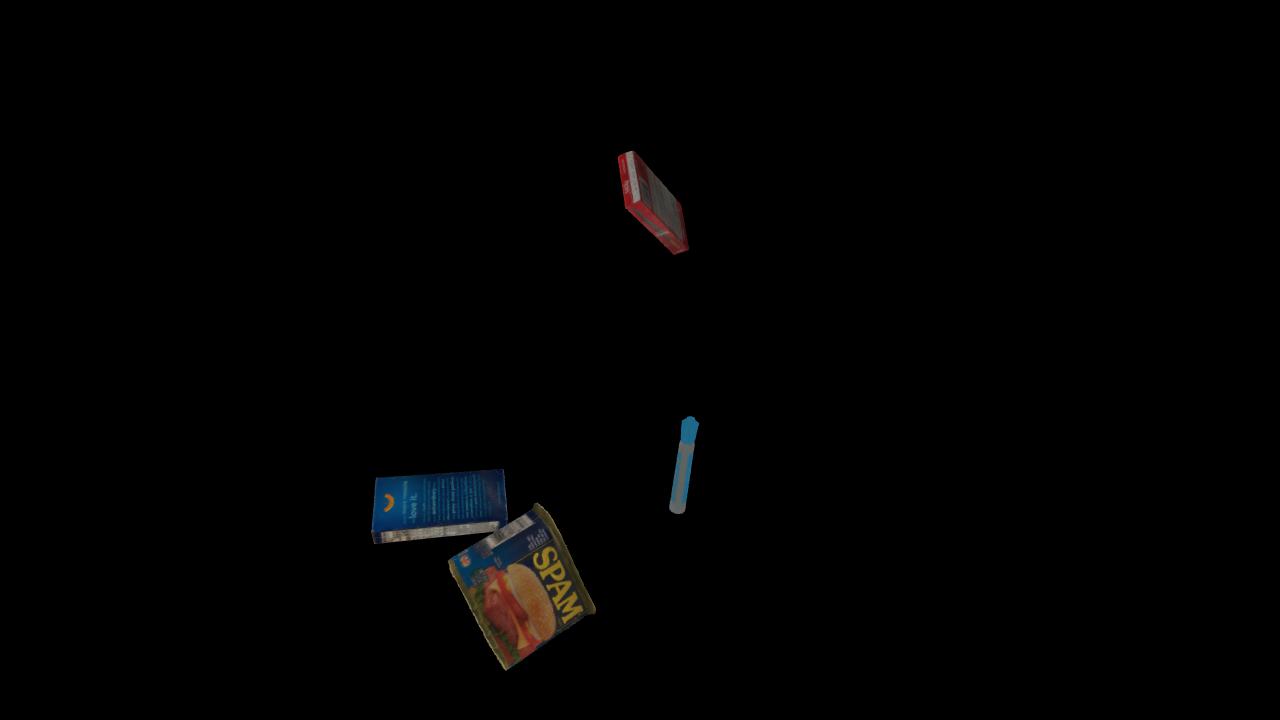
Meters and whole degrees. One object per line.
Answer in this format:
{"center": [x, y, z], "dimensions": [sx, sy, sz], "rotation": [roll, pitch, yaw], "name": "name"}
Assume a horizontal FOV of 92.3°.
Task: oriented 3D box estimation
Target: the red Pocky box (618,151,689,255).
{"center": [0.021, -0.213, 0.852], "dimensions": [0.028, 0.083, 0.155], "rotation": [-18, -23, 23], "name": "red Pocky box"}

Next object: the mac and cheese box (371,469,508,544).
{"center": [-0.292, 0.213, 0.906], "dimensions": [0.184, 0.093, 0.041], "rotation": [-1, -45, -17], "name": "mac and cheese box"}

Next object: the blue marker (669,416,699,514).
{"center": [0.049, 0.117, 0.684], "dimensions": [0.020, 0.121, 0.020], "rotation": [5, 24, -2], "name": "blue marker"}

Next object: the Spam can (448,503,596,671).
{"center": [-0.097, 0.184, 0.503], "dimensions": [0.085, 0.101, 0.058], "rotation": [-27, 16, -22], "name": "Spam can"}
